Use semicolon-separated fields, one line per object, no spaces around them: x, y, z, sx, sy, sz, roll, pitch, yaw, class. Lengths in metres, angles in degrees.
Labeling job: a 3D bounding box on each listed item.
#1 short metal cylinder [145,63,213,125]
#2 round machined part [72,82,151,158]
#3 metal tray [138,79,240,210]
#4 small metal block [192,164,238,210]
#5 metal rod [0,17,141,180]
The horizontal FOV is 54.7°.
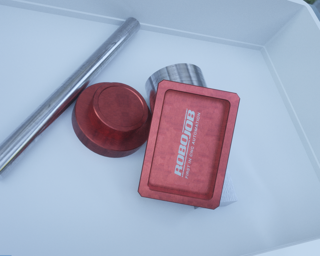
0.025;-0.041;0.410;0.081;0.080;0.050;0;62;-29;short metal cylinder
-0.053;-0.017;0.377;0.099;0.042;0.098;14;56;-21;round machined part
0.031;0.018;0.349;0.091;0.030;0.129;11;91;-1;metal tray
0.066;0.074;0.398;0.050;0.025;0.050;2;61;-28;small metal block
-0.101;-0.059;0.388;0.025;0.025;0.301;35;51;-6;metal rod
